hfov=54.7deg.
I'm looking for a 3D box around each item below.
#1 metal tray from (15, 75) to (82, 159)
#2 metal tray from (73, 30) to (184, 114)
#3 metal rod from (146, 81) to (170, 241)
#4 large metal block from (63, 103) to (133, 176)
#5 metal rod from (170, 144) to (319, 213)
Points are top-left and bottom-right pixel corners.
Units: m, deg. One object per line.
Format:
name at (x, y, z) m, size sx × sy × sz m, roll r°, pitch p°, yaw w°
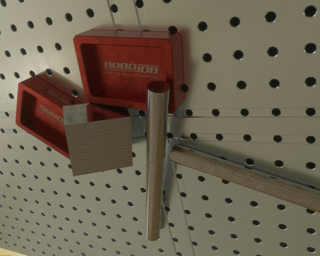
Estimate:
metal tray at (-0.161, -0.011, 0.483) m, size 0.130 × 0.030 × 0.089 m, roll 31°, pitch 128°, yaw 7°
metal tray at (-0.038, -0.071, 0.382) m, size 0.130 × 0.030 × 0.089 m, roll 9°, pitch 122°, yaw 23°
metal rod at (-0.007, 0.068, 0.432) m, size 0.025 × 0.025 × 0.298 m, roll 18°, pitch 133°, yaw 17°
large metal block at (-0.083, 0.012, 0.418) m, size 0.081 × 0.050 × 0.079 m, roll -8°, pitch 123°, yaw -15°
metal rod at (0.155, 0.076, 0.376) m, size 0.301 × 0.025 × 0.025 m, roll 18°, pitch 125°, yaw 17°
